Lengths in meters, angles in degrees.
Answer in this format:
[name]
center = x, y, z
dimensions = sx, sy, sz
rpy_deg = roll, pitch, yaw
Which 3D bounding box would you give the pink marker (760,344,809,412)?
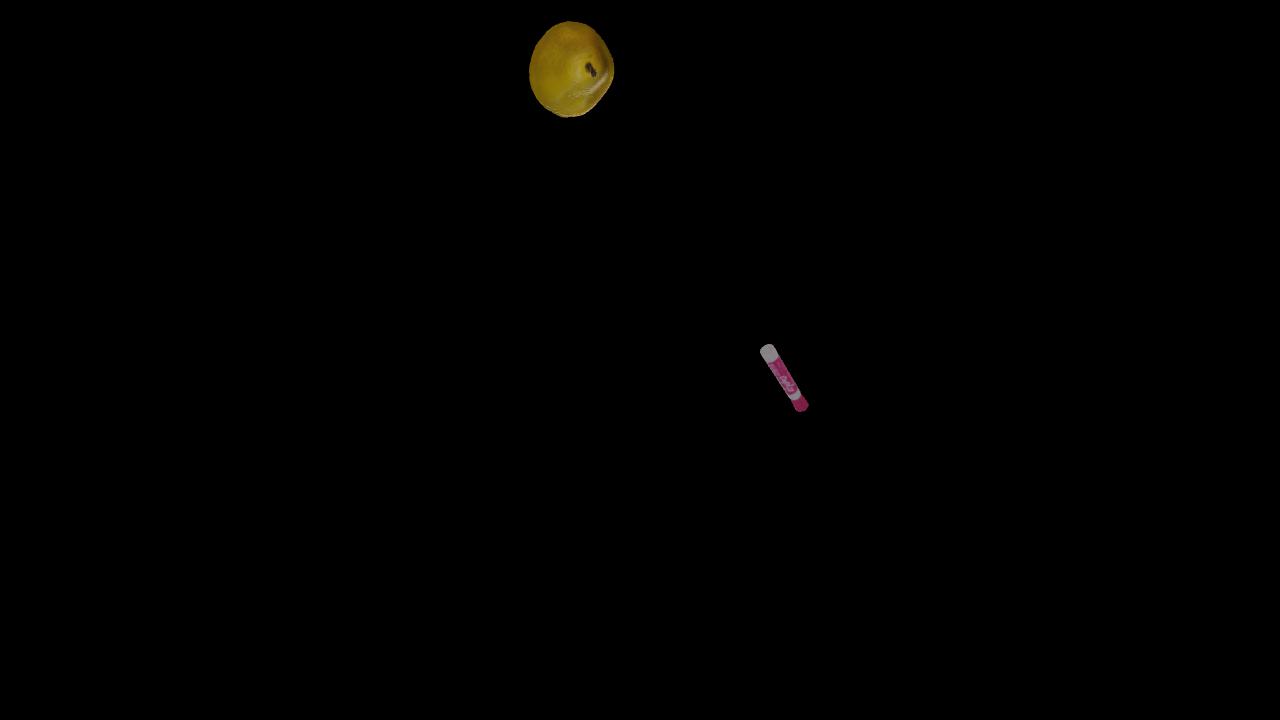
[pink marker]
center = 0.186, 0.026, 0.786
dimensions = 0.020, 0.020, 0.121
rpy_deg = 0, -40, 43

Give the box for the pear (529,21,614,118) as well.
[pear]
center = -0.054, -0.260, 0.541
dimensions = 0.080, 0.080, 0.111
rpy_deg = 0, 11, -25
